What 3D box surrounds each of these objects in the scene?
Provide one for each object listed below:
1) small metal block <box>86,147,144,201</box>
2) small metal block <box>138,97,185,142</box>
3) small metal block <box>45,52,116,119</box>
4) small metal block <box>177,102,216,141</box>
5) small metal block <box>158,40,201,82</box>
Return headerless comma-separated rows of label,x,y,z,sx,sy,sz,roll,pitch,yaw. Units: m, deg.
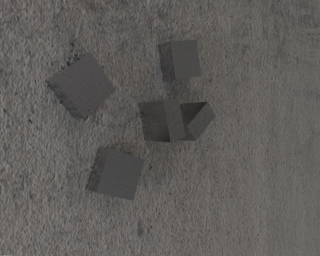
small metal block,-0.052,0.054,0.361,0.050,0.025,0.050,23,75,-38
small metal block,0.002,-0.010,0.389,0.025,0.050,0.050,-17,101,-39
small metal block,-0.084,-0.045,0.334,0.050,0.025,0.050,-47,118,-30
small metal block,0.038,-0.009,0.420,0.050,0.050,0.025,-48,119,-29
small metal block,0.028,-0.093,0.427,0.050,0.025,0.050,-15,100,-39
